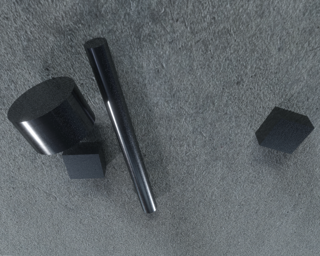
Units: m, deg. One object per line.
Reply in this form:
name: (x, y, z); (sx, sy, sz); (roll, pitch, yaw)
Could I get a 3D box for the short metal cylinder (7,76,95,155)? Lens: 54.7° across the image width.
short metal cylinder: (-0.123, -0.015, 0.356); (0.080, 0.080, 0.050); (-15, 129, 11)

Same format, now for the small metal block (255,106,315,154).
small metal block: (0.165, 0.004, 0.413); (0.050, 0.025, 0.050); (15, 128, -13)

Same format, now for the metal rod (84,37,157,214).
metal rod: (-0.043, 0.021, 0.424); (0.025, 0.025, 0.298); (-8, 130, 6)

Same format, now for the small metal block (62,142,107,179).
small metal block: (-0.107, 0.047, 0.446); (0.050, 0.025, 0.050); (-2, 130, 1)
